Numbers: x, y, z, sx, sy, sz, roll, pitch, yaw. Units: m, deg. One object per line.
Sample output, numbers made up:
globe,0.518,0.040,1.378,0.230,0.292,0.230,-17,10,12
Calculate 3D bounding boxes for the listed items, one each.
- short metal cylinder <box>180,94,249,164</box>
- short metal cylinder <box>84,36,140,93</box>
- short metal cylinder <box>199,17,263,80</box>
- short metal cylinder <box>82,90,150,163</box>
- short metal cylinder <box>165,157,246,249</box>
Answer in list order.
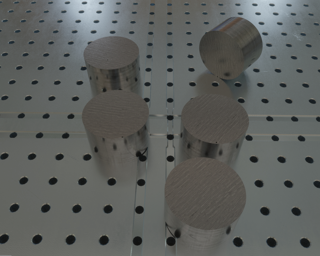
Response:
short metal cylinder,0.066,0.003,0.389,0.081,0.050,0.080,0,50,0
short metal cylinder,-0.071,-0.095,0.471,0.081,0.050,0.080,0,50,0
short metal cylinder,0.108,-0.122,0.475,0.080,0.080,0.050,35,58,26
short metal cylinder,-0.053,-0.003,0.393,0.081,0.050,0.080,0,50,0
short metal cylinder,0.045,0.078,0.326,0.081,0.050,0.080,0,50,0
